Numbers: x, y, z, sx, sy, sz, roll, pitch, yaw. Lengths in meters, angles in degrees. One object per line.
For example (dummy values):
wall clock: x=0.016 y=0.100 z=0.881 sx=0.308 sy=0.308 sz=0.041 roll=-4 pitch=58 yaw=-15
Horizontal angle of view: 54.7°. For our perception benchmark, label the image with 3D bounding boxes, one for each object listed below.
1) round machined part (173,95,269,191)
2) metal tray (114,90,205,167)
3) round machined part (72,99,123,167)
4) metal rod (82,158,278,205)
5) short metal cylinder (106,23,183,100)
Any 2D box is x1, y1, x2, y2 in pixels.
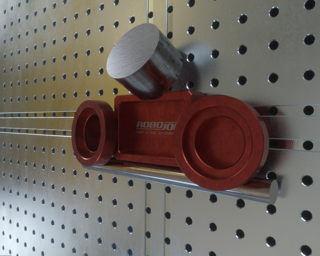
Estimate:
round machined part: x=0.067 y=0.015 z=0.332 sx=0.098 sy=0.042 sz=0.097 roll=-1 pitch=88 yaw=32
metal tray: x=-0.005 y=0.000 z=0.404 sx=0.130 sy=0.030 sz=0.089 roll=1 pitch=91 yaw=39
round machined part: x=-0.090 y=0.008 z=0.461 sx=0.098 sy=0.042 sz=0.097 roll=-4 pitch=84 yaw=48
metal rod: x=-0.002 y=0.059 z=0.405 sx=0.300 sy=0.025 sz=0.025 roll=3 pitch=92 yaw=39
short metal cylinder: x=-0.019 y=-0.082 z=0.385 sx=0.080 sy=0.050 sz=0.080 roll=-20 pitch=52 yaw=29
